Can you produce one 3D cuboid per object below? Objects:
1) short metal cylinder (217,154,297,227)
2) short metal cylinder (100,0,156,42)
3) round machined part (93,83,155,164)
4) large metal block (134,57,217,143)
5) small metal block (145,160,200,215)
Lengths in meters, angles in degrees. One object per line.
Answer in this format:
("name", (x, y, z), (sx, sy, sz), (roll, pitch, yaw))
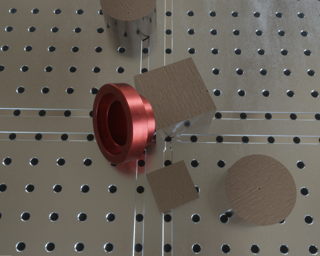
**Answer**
("short metal cylinder", (0.113, 0.077, 0.372), (0.081, 0.050, 0.080), (0, 70, 0))
("short metal cylinder", (-0.045, -0.176, 0.462), (0.081, 0.050, 0.080), (0, 70, 0))
("round machined part", (-0.042, -0.007, 0.383), (0.042, 0.098, 0.098), (-8, 67, -37))
("large metal block", (0.018, -0.037, 0.412), (0.080, 0.050, 0.080), (-20, 72, -8))
("small metal block", (0.015, 0.074, 0.385), (0.050, 0.025, 0.050), (-20, 71, -8))
